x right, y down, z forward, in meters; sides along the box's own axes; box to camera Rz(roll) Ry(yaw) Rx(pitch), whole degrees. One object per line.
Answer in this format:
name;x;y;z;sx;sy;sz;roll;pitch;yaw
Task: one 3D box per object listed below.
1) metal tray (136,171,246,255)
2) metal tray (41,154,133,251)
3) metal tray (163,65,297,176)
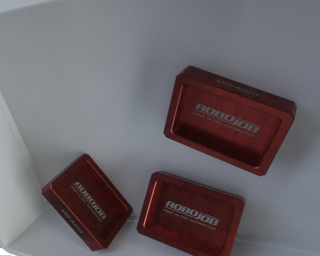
metal tray;0.041;0.121;0.427;0.130;0.030;0.090;16;90;19
metal tray;-0.112;0.117;0.495;0.030;0.090;0.130;-29;103;37
metal tray;0.075;-0.008;0.359;0.130;0.030;0.089;22;127;14
